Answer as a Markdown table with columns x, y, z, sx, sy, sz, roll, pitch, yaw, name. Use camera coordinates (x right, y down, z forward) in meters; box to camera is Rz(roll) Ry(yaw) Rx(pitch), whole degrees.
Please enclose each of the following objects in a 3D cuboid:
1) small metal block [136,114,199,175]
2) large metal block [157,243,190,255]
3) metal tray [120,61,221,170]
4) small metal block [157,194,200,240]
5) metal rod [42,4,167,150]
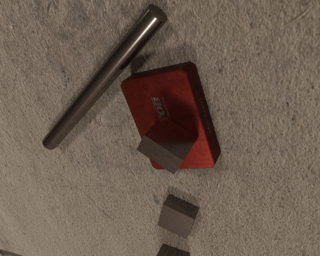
| x | y | z | sx | sy | sz | roll | pitch | yaw | name |
| --- | --- | --- | --- | --- | --- | --- | --- | --- | --- |
| 0.010 | 0.018 | 0.356 | 0.050 | 0.050 | 0.025 | 33 | 129 | 6 | small metal block |
| 0.013 | 0.260 | 0.524 | 0.050 | 0.080 | 0.079 | 12 | 124 | 21 | large metal block |
| 0.015 | -0.010 | 0.388 | 0.090 | 0.030 | 0.129 | -6 | 116 | 30 | metal tray |
| 0.028 | 0.136 | 0.475 | 0.050 | 0.025 | 0.050 | 22 | 127 | 14 | small metal block |
| -0.093 | -0.049 | 0.423 | 0.025 | 0.025 | 0.299 | 47 | 129 | -5 | metal rod |
